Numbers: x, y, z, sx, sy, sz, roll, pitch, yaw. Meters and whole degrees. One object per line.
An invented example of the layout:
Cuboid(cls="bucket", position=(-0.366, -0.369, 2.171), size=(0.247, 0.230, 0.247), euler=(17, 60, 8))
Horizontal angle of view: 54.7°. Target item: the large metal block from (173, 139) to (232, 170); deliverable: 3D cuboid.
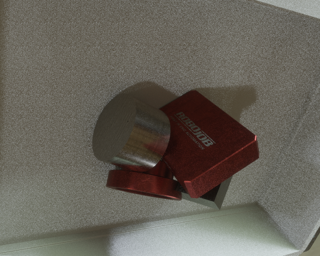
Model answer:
Cuboid(cls="large metal block", position=(0.058, 0.027, 0.431), size=(0.081, 0.050, 0.079), euler=(-14, 129, -21))

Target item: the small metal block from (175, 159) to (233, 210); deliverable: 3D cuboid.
Cuboid(cls="small metal block", position=(0.054, 0.065, 0.374), size=(0.050, 0.050, 0.025), euler=(-62, 142, -24))

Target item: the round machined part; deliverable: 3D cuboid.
Cuboid(cls="round machined part", position=(-0.017, 0.065, 0.404), size=(0.099, 0.098, 0.042), euler=(22, 71, -37))

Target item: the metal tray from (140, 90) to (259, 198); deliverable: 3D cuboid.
Cuboid(cls="metal tray", position=(0.041, 0.012, 0.369), size=(0.090, 0.130, 0.030), euler=(-31, 130, -9))

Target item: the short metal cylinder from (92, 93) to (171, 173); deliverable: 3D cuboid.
Cuboid(cls="short metal cylinder", position=(-0.034, 0.007, 0.358), size=(0.050, 0.080, 0.080), euler=(25, 105, -37))
